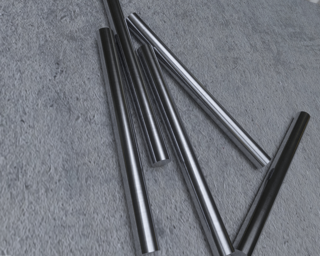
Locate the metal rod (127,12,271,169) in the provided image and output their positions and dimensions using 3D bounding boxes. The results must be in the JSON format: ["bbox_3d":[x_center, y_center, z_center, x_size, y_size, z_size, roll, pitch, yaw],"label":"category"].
[{"bbox_3d":[0.054,-0.059,0.468,0.300,0.025,0.025,48,51,5],"label":"metal rod"}]

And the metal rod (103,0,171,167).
[{"bbox_3d":[-0.040,-0.088,0.435,0.025,0.025,0.299,-4,64,-30],"label":"metal rod"}]

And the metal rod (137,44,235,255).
[{"bbox_3d":[0.026,0.014,0.408,0.025,0.025,0.299,-7,65,-31],"label":"metal rod"}]

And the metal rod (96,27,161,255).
[{"bbox_3d":[-0.045,-0.003,0.380,0.025,0.025,0.299,0,62,-28],"label":"metal rod"}]

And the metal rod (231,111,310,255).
[{"bbox_3d":[0.174,0.065,0.457,0.025,0.025,0.301,43,51,1],"label":"metal rod"}]
